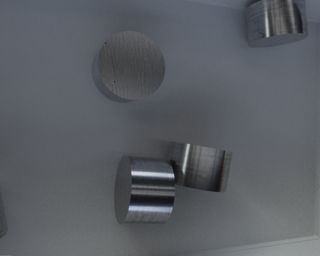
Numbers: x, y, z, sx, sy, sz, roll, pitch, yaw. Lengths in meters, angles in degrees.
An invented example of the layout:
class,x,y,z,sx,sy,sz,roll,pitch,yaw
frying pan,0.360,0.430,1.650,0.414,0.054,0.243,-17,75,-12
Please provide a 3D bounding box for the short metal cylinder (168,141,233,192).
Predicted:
class,x,y,z,sx,sy,sz,roll,pitch,yaw
short metal cylinder,0.049,0.049,0.399,0.081,0.080,0.050,11,86,-20

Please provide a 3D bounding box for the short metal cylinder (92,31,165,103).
class,x,y,z,sx,sy,sz,roll,pitch,yaw
short metal cylinder,-0.040,-0.073,0.382,0.081,0.050,0.080,0,90,-20

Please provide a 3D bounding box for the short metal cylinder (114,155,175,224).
class,x,y,z,sx,sy,sz,roll,pitch,yaw
short metal cylinder,-0.021,0.075,0.374,0.050,0.080,0.080,7,88,-20

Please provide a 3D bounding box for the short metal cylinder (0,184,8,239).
class,x,y,z,sx,sy,sz,roll,pitch,yaw
short metal cylinder,-0.200,0.089,0.308,0.081,0.080,0.050,-9,94,-20

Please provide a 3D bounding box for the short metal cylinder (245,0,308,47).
class,x,y,z,sx,sy,sz,roll,pitch,yaw
short metal cylinder,0.165,-0.149,0.442,0.081,0.080,0.050,-6,93,-20
